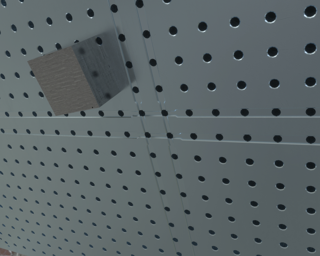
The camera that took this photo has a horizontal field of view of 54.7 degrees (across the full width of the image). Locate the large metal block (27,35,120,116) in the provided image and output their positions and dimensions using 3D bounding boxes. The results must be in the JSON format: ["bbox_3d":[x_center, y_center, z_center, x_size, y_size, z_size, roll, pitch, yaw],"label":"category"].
[{"bbox_3d":[-0.113,-0.067,0.411,0.080,0.050,0.080,-8,115,31],"label":"large metal block"}]
